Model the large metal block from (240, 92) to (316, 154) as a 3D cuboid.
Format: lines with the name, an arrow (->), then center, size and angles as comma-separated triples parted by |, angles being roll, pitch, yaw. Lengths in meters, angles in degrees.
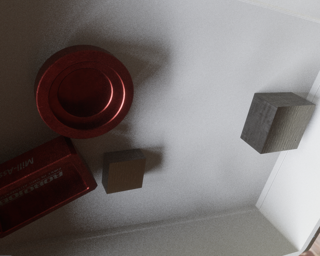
large metal block -> 0.185, -0.010, 0.490 | 0.081, 0.050, 0.079 | -4, 121, -27

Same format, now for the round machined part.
round machined part -> -0.081, -0.040, 0.329 | 0.099, 0.042, 0.097 | -14, 124, -21

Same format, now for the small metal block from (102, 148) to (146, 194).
small metal block -> -0.049, 0.058, 0.419 | 0.050, 0.025, 0.050 | -5, 121, -26

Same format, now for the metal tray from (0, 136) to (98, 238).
metal tray -> -0.146, 0.069, 0.351 | 0.131, 0.030, 0.090 | -27, 146, -12
